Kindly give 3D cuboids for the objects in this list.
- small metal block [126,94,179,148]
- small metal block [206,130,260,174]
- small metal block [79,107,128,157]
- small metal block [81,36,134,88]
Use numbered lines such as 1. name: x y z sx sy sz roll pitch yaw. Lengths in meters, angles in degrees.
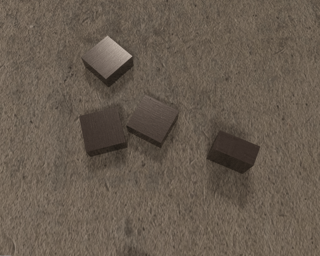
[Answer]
1. small metal block: -0.009 -0.009 0.411 0.050 0.025 0.050 27 72 9
2. small metal block: 0.089 0.031 0.385 0.050 0.050 0.025 23 72 7
3. small metal block: -0.074 0.005 0.405 0.050 0.025 0.050 -14 71 -6
4. small metal block: -0.074 -0.095 0.442 0.050 0.025 0.050 42 75 13
